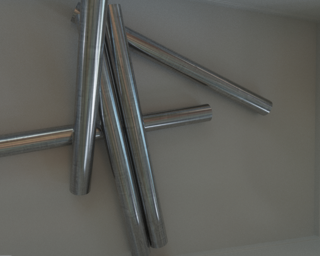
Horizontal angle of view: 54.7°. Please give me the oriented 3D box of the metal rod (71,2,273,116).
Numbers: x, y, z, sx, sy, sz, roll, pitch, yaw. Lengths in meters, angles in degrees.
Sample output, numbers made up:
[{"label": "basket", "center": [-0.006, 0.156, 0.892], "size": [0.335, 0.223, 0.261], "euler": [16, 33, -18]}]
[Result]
[{"label": "metal rod", "center": [0.029, -0.085, 0.420], "size": [0.302, 0.025, 0.025], "euler": [23, 83, -19]}]

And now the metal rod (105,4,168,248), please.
[{"label": "metal rod", "center": [-0.029, 0.010, 0.374], "size": [0.025, 0.025, 0.298], "euler": [-16, 105, -19]}]

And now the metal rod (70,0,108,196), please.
[{"label": "metal rod", "center": [-0.073, -0.060, 0.318], "size": [0.025, 0.025, 0.298], "euler": [1, 115, -20]}]

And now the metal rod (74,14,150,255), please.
[{"label": "metal rod", "center": [-0.052, 0.021, 0.366], "size": [0.025, 0.025, 0.298], "euler": [-16, 105, -19]}]

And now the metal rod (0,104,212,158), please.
[{"label": "metal rod", "center": [-0.073, 0.002, 0.383], "size": [0.302, 0.025, 0.025], "euler": [-10, 94, -20]}]
